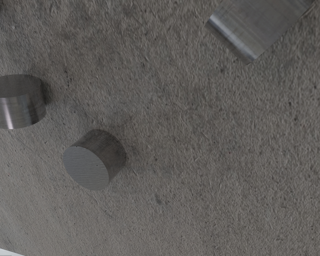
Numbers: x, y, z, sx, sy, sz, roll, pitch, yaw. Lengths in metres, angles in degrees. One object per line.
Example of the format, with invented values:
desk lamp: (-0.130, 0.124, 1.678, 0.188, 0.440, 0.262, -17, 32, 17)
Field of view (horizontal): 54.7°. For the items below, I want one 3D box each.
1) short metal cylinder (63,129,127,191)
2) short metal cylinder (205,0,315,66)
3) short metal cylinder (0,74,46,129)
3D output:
short metal cylinder: (-0.099, 0.048, 0.473, 0.080, 0.050, 0.079, 13, 124, 21)
short metal cylinder: (0.085, -0.100, 0.265, 0.050, 0.080, 0.080, 43, 129, -2)
short metal cylinder: (-0.215, -0.041, 0.459, 0.080, 0.080, 0.050, 16, 125, 19)
